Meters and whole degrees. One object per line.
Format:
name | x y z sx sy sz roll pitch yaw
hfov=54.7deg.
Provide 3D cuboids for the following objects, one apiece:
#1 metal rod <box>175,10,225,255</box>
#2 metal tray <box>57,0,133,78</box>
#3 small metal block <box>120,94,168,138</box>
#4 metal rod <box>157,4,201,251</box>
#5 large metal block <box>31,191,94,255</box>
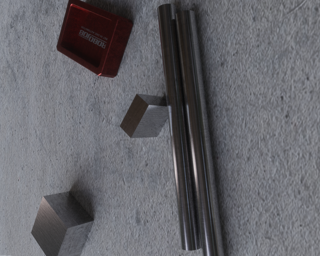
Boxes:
metal rod | 0.046 0.010 0.364 0.025 0.025 0.298 -10 84 39
metal tray | -0.107 -0.144 0.487 0.130 0.030 0.089 33 110 34
small metal block | -0.016 -0.015 0.400 0.025 0.050 0.050 44 116 31
metal rod | 0.023 -0.005 0.383 0.025 0.025 0.298 -9 84 39
large metal block | -0.166 0.167 0.522 0.080 0.050 0.079 36 112 34
